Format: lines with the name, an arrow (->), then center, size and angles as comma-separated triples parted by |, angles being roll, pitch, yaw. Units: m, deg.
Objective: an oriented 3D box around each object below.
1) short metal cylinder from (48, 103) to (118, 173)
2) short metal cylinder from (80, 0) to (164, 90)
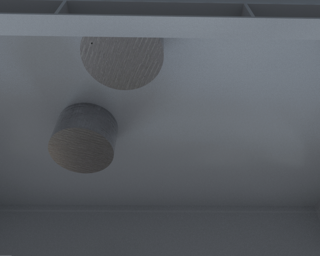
short metal cylinder -> -0.098, 0.014, 0.403 | 0.081, 0.050, 0.079 | 0, 130, 0
short metal cylinder -> -0.037, -0.086, 0.319 | 0.081, 0.050, 0.079 | 0, 130, 0
